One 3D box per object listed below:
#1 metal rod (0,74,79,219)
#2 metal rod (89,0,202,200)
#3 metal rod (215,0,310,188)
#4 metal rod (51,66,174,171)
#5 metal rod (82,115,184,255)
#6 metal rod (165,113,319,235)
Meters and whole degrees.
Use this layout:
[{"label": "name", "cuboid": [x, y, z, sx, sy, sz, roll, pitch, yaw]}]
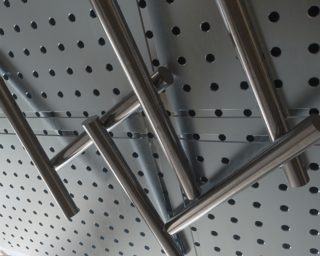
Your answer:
[{"label": "metal rod", "cuboid": [-0.219, 0.018, 0.514, 0.025, 0.025, 0.299, -21, 100, 36]}, {"label": "metal rod", "cuboid": [-0.008, -0.024, 0.371, 0.025, 0.025, 0.299, -6, 125, 31]}, {"label": "metal rod", "cuboid": [0.097, -0.065, 0.319, 0.025, 0.025, 0.299, -15, 111, 34]}, {"label": "metal rod", "cuboid": [-0.091, 0.002, 0.461, 0.299, 0.025, 0.025, -33, 100, 38]}, {"label": "metal rod", "cuboid": [-0.030, 0.110, 0.478, 0.025, 0.025, 0.299, -12, 118, 33]}, {"label": "metal rod", "cuboid": [0.084, 0.078, 0.394, 0.025, 0.025, 0.298, 40, 136, 1]}]
